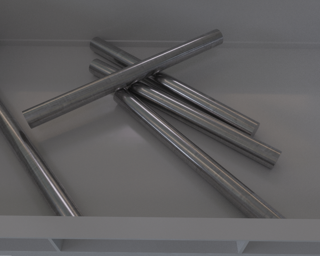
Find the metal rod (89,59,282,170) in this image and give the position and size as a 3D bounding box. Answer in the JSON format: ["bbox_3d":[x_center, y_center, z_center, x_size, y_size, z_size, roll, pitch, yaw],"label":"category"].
[{"bbox_3d":[0.019,-0.029,0.429,0.300,0.025,0.025,29,56,22],"label":"metal rod"}]

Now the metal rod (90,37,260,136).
[{"bbox_3d":[0.007,-0.069,0.462,0.300,0.025,0.025,32,57,24],"label":"metal rod"}]

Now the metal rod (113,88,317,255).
[{"bbox_3d":[0.044,0.037,0.373,0.025,0.025,0.300,-35,58,-26],"label":"metal rod"}]

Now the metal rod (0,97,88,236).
[{"bbox_3d":[-0.181,0.013,0.392,0.025,0.025,0.300,-32,57,-24],"label":"metal rod"}]

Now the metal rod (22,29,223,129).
[{"bbox_3d":[-0.039,-0.075,0.434,0.302,0.025,0.025,-27,55,-17],"label":"metal rod"}]
